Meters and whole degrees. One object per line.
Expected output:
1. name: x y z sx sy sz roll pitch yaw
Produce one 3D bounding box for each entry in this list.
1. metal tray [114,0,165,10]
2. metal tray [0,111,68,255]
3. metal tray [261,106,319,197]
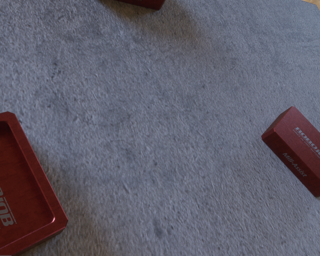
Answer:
1. metal tray: -0.059 -0.255 0.526 0.131 0.030 0.090 2 61 -27
2. metal tray: -0.155 0.055 0.283 0.091 0.030 0.130 -22 74 -36
3. metal tray: 0.238 0.036 0.510 0.130 0.030 0.091 48 51 5
